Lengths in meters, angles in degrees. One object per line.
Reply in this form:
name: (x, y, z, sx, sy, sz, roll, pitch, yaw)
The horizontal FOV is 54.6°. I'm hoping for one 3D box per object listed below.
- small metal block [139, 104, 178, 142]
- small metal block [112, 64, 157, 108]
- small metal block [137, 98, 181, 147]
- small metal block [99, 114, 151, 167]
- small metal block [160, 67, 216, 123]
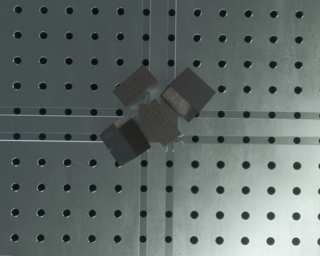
small metal block: (-0.002, -0.006, 0.413, 0.050, 0.025, 0.050, 1, 90, -1)
small metal block: (-0.031, -0.052, 0.401, 0.050, 0.050, 0.025, -41, 90, 0)
small metal block: (-0.001, -0.006, 0.376, 0.025, 0.050, 0.050, -36, 91, -1)
small metal block: (-0.046, 0.017, 0.398, 0.025, 0.050, 0.050, -34, 90, -37)
small metal block: (0.037, -0.044, 0.400, 0.050, 0.025, 0.050, 43, 50, 0)
